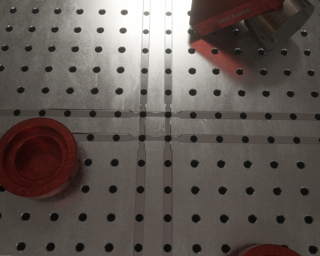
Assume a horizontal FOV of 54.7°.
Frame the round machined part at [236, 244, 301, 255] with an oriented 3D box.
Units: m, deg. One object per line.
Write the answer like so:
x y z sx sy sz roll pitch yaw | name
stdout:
0.120 0.179 0.339 0.099 0.042 0.098 0 70 -1 | round machined part

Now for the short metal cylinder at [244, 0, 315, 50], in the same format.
0.169 -0.159 0.443 0.080 0.080 0.050 -32 74 -11 | short metal cylinder

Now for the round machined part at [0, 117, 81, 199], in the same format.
-0.148 0.039 0.387 0.099 0.042 0.098 0 70 -1 | round machined part

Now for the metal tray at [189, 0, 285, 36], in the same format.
0.106 -0.195 0.440 0.130 0.030 0.090 -10 63 41 | metal tray
